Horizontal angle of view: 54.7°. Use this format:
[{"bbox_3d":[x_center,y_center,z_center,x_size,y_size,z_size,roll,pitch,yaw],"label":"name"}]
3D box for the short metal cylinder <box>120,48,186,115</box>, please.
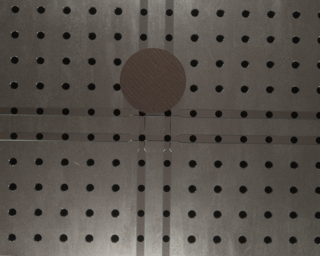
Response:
[{"bbox_3d":[-0.009,-0.058,0.401,0.081,0.050,0.079,0,90,-1],"label":"short metal cylinder"}]
